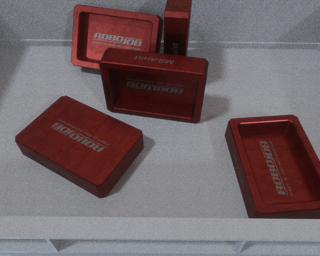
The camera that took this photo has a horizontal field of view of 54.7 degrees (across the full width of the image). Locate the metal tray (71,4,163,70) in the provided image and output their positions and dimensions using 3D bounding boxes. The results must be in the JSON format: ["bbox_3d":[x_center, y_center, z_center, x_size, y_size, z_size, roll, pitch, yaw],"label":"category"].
[{"bbox_3d":[-0.066,-0.132,0.471,0.131,0.089,0.030,11,17,8],"label":"metal tray"}]

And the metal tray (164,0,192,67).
[{"bbox_3d":[0.025,-0.128,0.445,0.030,0.129,0.090,6,50,5],"label":"metal tray"}]

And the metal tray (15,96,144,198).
[{"bbox_3d":[-0.098,0.018,0.385,0.130,0.030,0.090,24,54,19],"label":"metal tray"}]

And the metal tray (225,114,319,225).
[{"bbox_3d":[0.137,0.044,0.366,0.091,0.030,0.130,-4,50,-4],"label":"metal tray"}]

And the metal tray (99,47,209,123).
[{"bbox_3d":[-0.007,-0.054,0.407,0.131,0.089,0.030,8,51,6],"label":"metal tray"}]
